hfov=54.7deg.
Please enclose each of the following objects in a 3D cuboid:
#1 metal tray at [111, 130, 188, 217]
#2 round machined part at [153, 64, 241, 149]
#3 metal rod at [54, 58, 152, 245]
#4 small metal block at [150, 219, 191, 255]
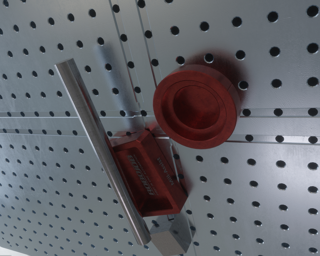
[{"bbox_3d":[-0.027,0.073,0.467,0.090,0.030,0.130,-17,110,35],"label":"metal tray"},{"bbox_3d":[0.045,-0.027,0.360,0.098,0.042,0.097,13,124,21],"label":"round machined part"},{"bbox_3d":[-0.072,0.047,0.439,0.025,0.025,0.298,-6,116,31],"label":"metal rod"},{"bbox_3d":[0.015,0.185,0.518,0.050,0.025,0.050,-27,104,37],"label":"small metal block"}]
